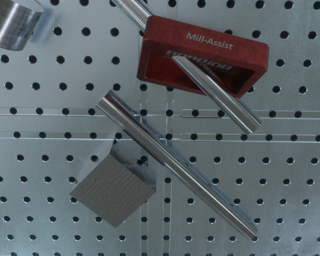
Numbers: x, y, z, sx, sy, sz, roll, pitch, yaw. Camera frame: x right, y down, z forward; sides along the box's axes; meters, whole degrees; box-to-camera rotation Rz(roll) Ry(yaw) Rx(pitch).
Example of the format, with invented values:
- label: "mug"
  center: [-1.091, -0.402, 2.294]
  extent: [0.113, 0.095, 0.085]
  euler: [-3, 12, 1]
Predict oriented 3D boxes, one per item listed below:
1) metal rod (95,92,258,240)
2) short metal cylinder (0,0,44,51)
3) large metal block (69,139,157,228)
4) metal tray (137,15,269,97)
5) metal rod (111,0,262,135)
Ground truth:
- label: "metal rod"
  center: [0.032, 0.061, 0.436]
  extent: [0.300, 0.025, 0.025]
  euler: [43, 105, -14]
- label: "short metal cylinder"
  center: [-0.176, -0.128, 0.335]
  extent: [0.080, 0.080, 0.050]
  euler: [33, 107, -12]
- label: "large metal block"
  center: [-0.062, 0.076, 0.427]
  extent: [0.080, 0.050, 0.080]
  euler: [42, 105, -14]
- label: "metal tray"
  center: [0.043, -0.073, 0.352]
  extent: [0.131, 0.090, 0.030]
  euler: [13, 70, -5]
- label: "metal rod"
  center: [0.006, -0.103, 0.357]
  extent: [0.300, 0.025, 0.025]
  euler: [43, 104, -8]
